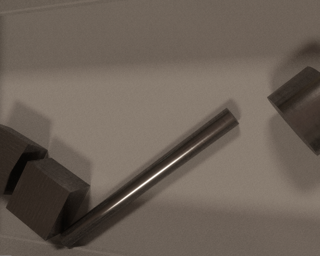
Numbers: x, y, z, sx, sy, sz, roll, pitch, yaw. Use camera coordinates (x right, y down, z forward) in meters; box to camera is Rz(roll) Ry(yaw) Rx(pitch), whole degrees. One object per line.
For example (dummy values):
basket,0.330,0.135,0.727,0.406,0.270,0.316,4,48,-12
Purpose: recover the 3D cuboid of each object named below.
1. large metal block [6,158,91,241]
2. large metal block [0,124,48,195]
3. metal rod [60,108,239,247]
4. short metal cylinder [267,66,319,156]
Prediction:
large metal block,-0.163,0.101,0.453,0.080,0.050,0.080,31,100,17
large metal block,-0.234,0.046,0.467,0.080,0.050,0.080,27,82,17
metal rod,-0.024,0.075,0.418,0.300,0.025,0.025,-38,78,15
short metal cylinder,0.159,-0.018,0.325,0.050,0.080,0.080,-40,78,15
